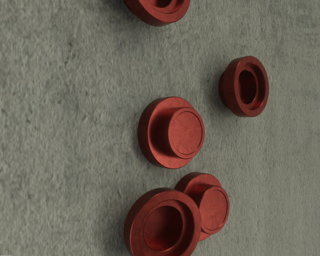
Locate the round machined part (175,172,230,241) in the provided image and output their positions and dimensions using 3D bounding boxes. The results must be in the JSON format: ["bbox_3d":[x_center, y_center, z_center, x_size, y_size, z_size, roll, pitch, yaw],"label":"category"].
[{"bbox_3d":[0.064,0.115,0.450,0.099,0.042,0.097,0,90,-40],"label":"round machined part"}]

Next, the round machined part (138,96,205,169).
[{"bbox_3d":[0.022,0.006,0.414,0.099,0.042,0.097,0,90,-40],"label":"round machined part"}]

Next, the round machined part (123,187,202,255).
[{"bbox_3d":[0.000,0.123,0.388,0.099,0.042,0.097,-1,92,-29],"label":"round machined part"}]

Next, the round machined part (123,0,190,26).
[{"bbox_3d":[-0.010,-0.176,0.386,0.099,0.042,0.097,0,90,-40],"label":"round machined part"}]

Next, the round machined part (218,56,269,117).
[{"bbox_3d":[0.134,-0.066,0.509,0.099,0.042,0.097,0,90,-40],"label":"round machined part"}]
